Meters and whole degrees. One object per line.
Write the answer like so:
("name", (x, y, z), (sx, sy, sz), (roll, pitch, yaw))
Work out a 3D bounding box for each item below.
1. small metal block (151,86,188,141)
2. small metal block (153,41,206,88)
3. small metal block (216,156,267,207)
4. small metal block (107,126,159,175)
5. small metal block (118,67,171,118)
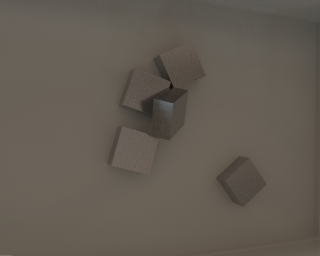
("small metal block", (0.013, -0.019, 0.391), (0.050, 0.025, 0.050), (-43, 144, -55))
("small metal block", (0.027, -0.082, 0.420), (0.050, 0.025, 0.050), (-27, 99, -18))
("small metal block", (0.120, 0.078, 0.455), (0.050, 0.025, 0.050), (-39, 103, -16))
("small metal block", (-0.034, 0.029, 0.398), (0.050, 0.025, 0.050), (17, 84, -19))
("small metal block", (-0.020, -0.045, 0.403), (0.050, 0.025, 0.050), (20, 83, -19))
